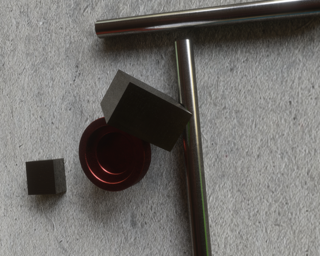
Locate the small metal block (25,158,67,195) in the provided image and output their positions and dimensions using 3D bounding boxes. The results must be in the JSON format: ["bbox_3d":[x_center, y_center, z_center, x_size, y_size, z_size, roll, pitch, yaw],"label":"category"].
[{"bbox_3d":[-0.172,0.073,0.468,0.050,0.025,0.050,-6,88,19],"label":"small metal block"}]

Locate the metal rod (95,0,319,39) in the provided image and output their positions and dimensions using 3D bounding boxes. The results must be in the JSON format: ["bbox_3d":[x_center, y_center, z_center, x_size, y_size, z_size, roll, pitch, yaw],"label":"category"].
[{"bbox_3d":[0.057,-0.138,0.388,0.301,0.025,0.025,0,90,19],"label":"metal rod"}]

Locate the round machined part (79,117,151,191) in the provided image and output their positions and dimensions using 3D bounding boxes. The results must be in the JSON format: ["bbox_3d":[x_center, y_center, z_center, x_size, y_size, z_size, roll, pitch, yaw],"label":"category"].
[{"bbox_3d":[-0.056,0.032,0.416,0.098,0.042,0.097,1,94,22],"label":"round machined part"}]

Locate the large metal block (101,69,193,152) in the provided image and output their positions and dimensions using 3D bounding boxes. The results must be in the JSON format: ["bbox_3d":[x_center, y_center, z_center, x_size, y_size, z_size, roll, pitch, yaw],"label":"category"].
[{"bbox_3d":[-0.020,-0.023,0.369,0.080,0.080,0.050,26,101,-23],"label":"large metal block"}]

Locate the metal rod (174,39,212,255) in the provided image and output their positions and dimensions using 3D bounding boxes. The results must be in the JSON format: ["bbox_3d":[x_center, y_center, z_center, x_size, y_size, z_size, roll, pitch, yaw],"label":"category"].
[{"bbox_3d":[0.042,0.039,0.393,0.025,0.025,0.298,-5,88,19],"label":"metal rod"}]
